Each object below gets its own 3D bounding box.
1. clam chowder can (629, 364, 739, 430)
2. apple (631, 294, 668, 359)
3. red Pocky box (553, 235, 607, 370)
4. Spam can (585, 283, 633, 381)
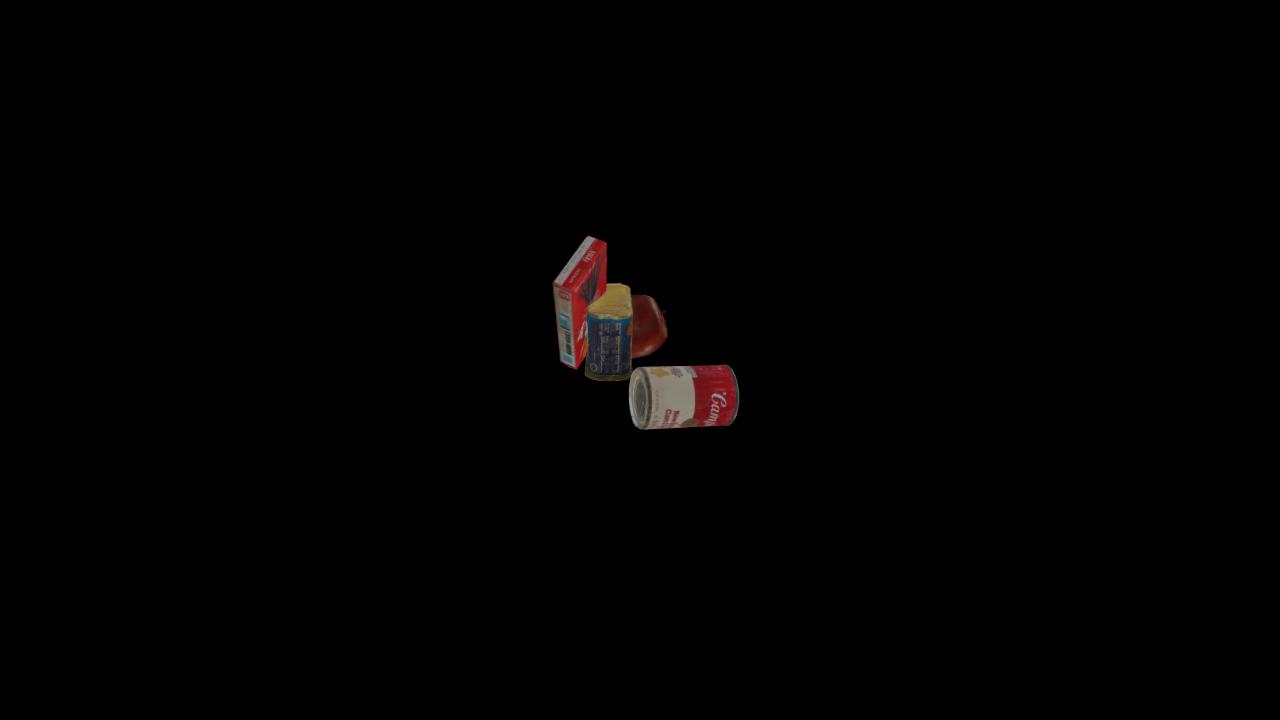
[{"bbox_3d":[0.045,0.039,0.656,0.102,0.068,0.068,0,0,-18],"label":"clam chowder can"},{"bbox_3d":[-0.009,-0.041,0.765,0.093,0.079,0.079,-26,-4,8],"label":"apple"},{"bbox_3d":[-0.067,-0.063,0.722,0.028,0.083,0.155,22,-32,11],"label":"red Pocky box"},{"bbox_3d":[-0.037,-0.036,0.740,0.058,0.085,0.101,0,28,-4],"label":"Spam can"}]
